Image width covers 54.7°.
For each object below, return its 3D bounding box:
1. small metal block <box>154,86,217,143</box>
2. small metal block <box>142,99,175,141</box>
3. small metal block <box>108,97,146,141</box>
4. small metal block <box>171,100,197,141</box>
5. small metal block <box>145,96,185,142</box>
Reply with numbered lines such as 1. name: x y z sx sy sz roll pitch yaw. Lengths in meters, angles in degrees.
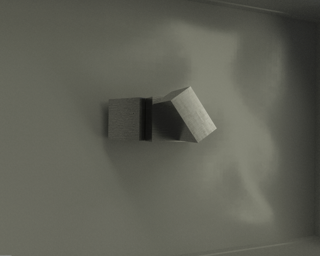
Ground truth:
1. small metal block: 0.025 -0.013 0.324 0.025 0.050 0.050 -37 102 -16
2. small metal block: -0.003 -0.009 0.394 0.025 0.050 0.050 1 90 -20
3. small metal block: -0.036 -0.010 0.379 0.025 0.050 0.050 1 90 -54
4. small metal block: 0.032 -0.009 0.405 0.025 0.050 0.050 1 90 14
5. small metal block: 0.011 -0.009 0.359 0.050 0.025 0.050 1 90 -20
